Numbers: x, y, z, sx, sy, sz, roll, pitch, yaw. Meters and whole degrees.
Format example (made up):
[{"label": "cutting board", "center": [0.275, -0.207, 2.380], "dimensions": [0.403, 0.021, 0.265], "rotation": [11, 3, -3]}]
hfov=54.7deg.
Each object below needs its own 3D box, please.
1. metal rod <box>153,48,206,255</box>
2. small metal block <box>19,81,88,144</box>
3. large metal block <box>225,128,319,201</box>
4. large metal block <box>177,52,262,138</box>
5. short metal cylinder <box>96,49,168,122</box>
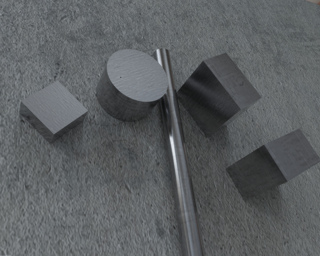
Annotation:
[{"label": "metal rod", "center": [0.020, 0.018, 0.403], "dimensions": [0.025, 0.025, 0.299], "rotation": [7, 59, -25]}, {"label": "small metal block", "center": [-0.120, -0.018, 0.351], "dimensions": [0.050, 0.025, 0.050], "rotation": [45, 51, 3]}, {"label": "large metal block", "center": [0.152, 0.050, 0.419], "dimensions": [0.081, 0.080, 0.050], "rotation": [-17, 71, -35]}, {"label": "large metal block", "center": [0.080, -0.045, 0.439], "dimensions": [0.050, 0.080, 0.080], "rotation": [-27, 77, -37]}, {"label": "short metal cylinder", "center": [-0.037, -0.054, 0.401], "dimensions": [0.081, 0.050, 0.080], "rotation": [14, 56, -21]}]
